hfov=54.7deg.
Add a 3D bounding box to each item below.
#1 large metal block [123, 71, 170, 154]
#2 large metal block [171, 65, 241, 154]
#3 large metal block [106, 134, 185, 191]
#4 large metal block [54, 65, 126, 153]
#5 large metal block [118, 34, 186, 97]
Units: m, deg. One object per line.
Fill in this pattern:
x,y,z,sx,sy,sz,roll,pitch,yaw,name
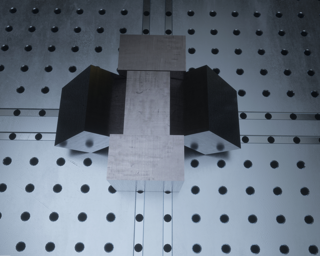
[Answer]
-0.014,-0.016,0.387,0.050,0.080,0.080,1,70,0,large metal block
0.057,-0.018,0.381,0.050,0.080,0.080,-14,65,35,large metal block
-0.015,0.044,0.365,0.081,0.080,0.050,1,70,0,large metal block
-0.085,-0.019,0.382,0.050,0.080,0.080,16,66,-37,large metal block
-0.009,-0.078,0.410,0.081,0.080,0.050,1,70,0,large metal block
